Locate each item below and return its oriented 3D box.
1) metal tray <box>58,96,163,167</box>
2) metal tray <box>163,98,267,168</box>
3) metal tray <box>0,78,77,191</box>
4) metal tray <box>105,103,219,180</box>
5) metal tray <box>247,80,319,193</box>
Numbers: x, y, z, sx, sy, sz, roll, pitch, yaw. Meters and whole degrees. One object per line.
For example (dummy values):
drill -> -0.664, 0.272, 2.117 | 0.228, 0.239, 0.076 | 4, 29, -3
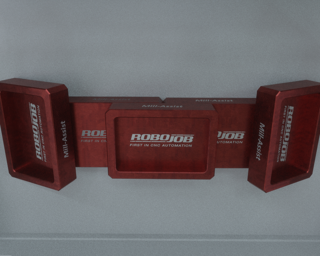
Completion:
metal tray -> -0.062, 0.006, 0.409 | 0.131, 0.030, 0.089 | 0, 110, 0
metal tray -> 0.069, 0.007, 0.411 | 0.131, 0.030, 0.089 | 0, 110, 0
metal tray -> -0.155, 0.007, 0.389 | 0.090, 0.030, 0.129 | 10, 112, 23
metal tray -> 0.002, 0.016, 0.381 | 0.131, 0.030, 0.089 | 1, 110, 0
metal tray -> 0.160, 0.009, 0.391 | 0.091, 0.030, 0.129 | -11, 113, -27
